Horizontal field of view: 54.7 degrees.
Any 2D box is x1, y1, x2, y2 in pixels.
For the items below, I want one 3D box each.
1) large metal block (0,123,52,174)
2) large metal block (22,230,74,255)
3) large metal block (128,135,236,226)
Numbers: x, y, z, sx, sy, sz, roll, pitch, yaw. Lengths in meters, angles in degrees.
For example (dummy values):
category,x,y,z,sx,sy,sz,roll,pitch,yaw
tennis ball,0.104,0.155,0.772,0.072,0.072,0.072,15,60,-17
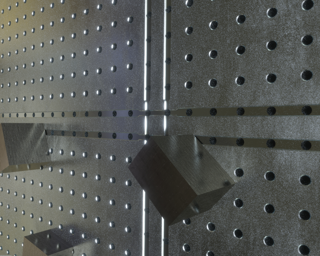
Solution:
category,x,y,z,sx,sy,sz,roll,pitch,yaw
large metal block,-0.263,0.037,0.587,0.050,0.081,0.080,-28,73,36
large metal block,-0.205,0.242,0.559,0.080,0.050,0.079,13,98,39
large metal block,0.025,0.054,0.351,0.080,0.081,0.050,51,120,27
